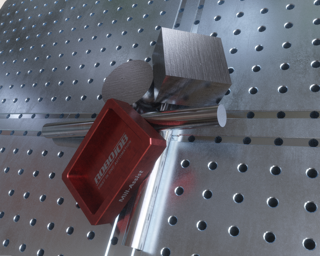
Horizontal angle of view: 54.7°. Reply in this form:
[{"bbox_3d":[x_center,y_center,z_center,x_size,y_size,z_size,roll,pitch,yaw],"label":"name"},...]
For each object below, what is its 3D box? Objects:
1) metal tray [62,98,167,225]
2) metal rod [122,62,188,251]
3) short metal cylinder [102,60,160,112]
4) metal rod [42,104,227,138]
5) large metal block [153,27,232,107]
[{"bbox_3d":[-0.061,0.041,0.379,0.090,0.030,0.129,44,108,33],"label":"metal tray"},{"bbox_3d":[0.005,0.001,0.405,0.025,0.025,0.300,1,62,29],"label":"metal rod"},{"bbox_3d":[-0.035,-0.050,0.440,0.080,0.050,0.080,-13,56,21],"label":"short metal cylinder"},{"bbox_3d":[-0.057,-0.004,0.420,0.300,0.025,0.025,-4,60,34],"label":"metal rod"},{"bbox_3d":[0.037,-0.075,0.394,0.081,0.050,0.080,6,56,-15],"label":"large metal block"}]
